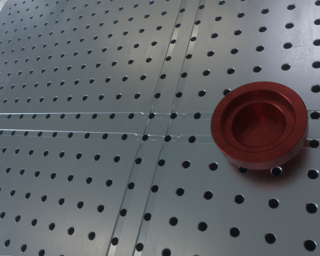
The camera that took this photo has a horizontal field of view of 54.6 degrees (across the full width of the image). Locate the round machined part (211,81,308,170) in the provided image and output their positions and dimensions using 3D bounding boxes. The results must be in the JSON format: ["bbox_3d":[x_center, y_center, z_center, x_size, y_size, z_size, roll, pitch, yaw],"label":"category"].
[{"bbox_3d":[0.109,0.001,0.340,0.098,0.042,0.098,-13,56,21],"label":"round machined part"}]
